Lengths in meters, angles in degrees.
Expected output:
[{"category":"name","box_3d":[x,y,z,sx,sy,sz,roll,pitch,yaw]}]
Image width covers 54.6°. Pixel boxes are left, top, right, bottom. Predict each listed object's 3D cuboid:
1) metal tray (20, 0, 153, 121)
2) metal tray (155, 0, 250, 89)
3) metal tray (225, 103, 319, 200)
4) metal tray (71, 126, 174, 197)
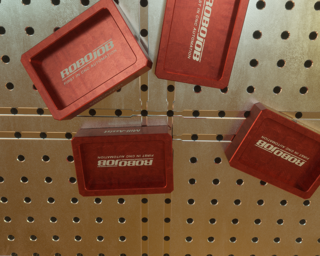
[{"category":"metal tray","box_3d":[-0.086,-0.078,0.366,0.130,0.030,0.090,-30,89,10]},{"category":"metal tray","box_3d":[0.048,-0.118,0.367,0.090,0.030,0.129,9,110,-4]},{"category":"metal tray","box_3d":[0.168,0.033,0.423,0.131,0.030,0.090,24,108,-9]},{"category":"metal tray","box_3d":[-0.048,0.046,0.427,0.131,0.030,0.089,-2,110,0]}]
